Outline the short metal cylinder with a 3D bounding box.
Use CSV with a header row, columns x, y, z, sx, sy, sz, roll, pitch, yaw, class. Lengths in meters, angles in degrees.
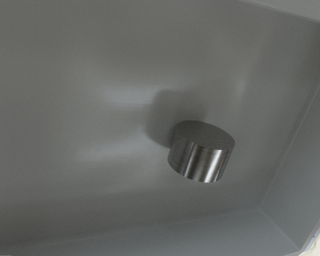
x,y,z,sx,sy,sz,roll,pitch,yaw,class
0.055,0.030,0.424,0.081,0.080,0.050,1,118,-29,short metal cylinder
